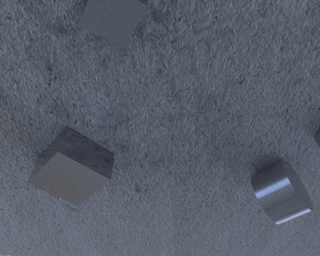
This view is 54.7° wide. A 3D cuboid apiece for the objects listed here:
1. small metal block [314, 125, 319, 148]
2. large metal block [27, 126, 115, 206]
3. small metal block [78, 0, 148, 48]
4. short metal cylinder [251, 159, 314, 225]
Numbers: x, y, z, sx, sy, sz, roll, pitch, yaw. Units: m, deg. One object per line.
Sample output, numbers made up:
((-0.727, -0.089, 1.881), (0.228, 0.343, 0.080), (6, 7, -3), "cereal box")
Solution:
((0.243, 0.003, 0.412), (0.050, 0.025, 0.050), (2, 130, -2), "small metal block")
((-0.123, 0.056, 0.437), (0.080, 0.050, 0.080), (35, 122, -26), "large metal block")
((-0.046, -0.117, 0.307), (0.050, 0.025, 0.050), (24, 126, -20), "small metal block")
((0.177, 0.093, 0.452), (0.050, 0.080, 0.080), (-34, 122, 25), "short metal cylinder")
